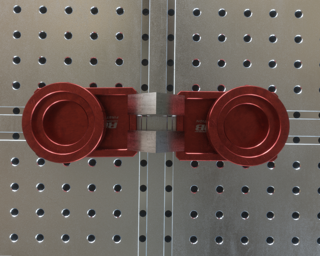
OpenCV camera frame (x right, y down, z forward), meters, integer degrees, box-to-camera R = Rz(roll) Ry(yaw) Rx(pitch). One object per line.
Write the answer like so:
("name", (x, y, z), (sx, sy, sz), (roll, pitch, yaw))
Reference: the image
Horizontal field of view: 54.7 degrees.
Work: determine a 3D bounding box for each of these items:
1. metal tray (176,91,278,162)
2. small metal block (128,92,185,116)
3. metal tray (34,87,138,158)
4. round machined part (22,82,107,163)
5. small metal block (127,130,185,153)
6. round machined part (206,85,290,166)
("metal tray", (0.086, -0.002, 0.412), (0.131, 0.030, 0.089), (1, 90, 0))
("small metal block", (-0.005, -0.029, 0.386), (0.050, 0.050, 0.025), (1, 90, 44))
("metal tray", (-0.095, -0.007, 0.411), (0.131, 0.030, 0.089), (-1, 92, 0))
("round machined part", (-0.116, -0.006, 0.391), (0.099, 0.042, 0.097), (0, 90, 0))
("small metal block", (-0.005, 0.016, 0.386), (0.050, 0.050, 0.025), (1, 90, 44))
("round machined part", (0.107, -0.003, 0.393), (0.099, 0.042, 0.097), (0, 90, 0))
